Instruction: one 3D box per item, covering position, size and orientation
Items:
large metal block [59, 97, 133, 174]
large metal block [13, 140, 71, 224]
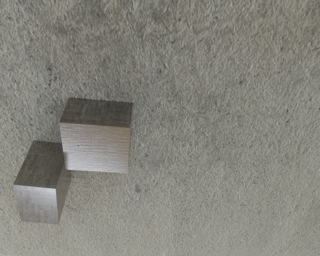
[{"bbox_3d":[-0.079,0.011,0.399,0.081,0.050,0.079,4,130,-4],"label":"large metal block"},{"bbox_3d":[-0.160,0.076,0.434,0.050,0.080,0.079,7,130,-6],"label":"large metal block"}]
